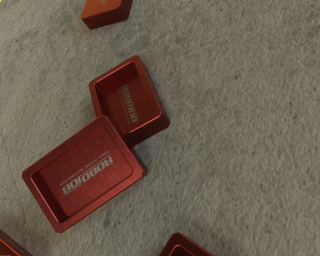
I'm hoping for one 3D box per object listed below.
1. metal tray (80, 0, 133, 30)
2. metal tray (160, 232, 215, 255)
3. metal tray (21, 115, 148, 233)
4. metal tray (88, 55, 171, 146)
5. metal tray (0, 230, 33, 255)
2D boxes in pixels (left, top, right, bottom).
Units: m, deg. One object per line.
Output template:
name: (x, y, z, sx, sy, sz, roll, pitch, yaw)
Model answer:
metal tray: (-0.097, -0.259, 0.608, 0.090, 0.030, 0.130, -6, 59, 25)
metal tray: (0.018, 0.176, 0.281, 0.090, 0.030, 0.130, 25, 75, 36)
metal tray: (-0.093, 0.056, 0.385, 0.130, 0.030, 0.090, -35, 83, 4)
metal tray: (-0.048, -0.037, 0.446, 0.090, 0.030, 0.130, -29, 52, 9)
metal tray: (-0.211, 0.191, 0.392, 0.130, 0.030, 0.090, 16, 70, 34)
